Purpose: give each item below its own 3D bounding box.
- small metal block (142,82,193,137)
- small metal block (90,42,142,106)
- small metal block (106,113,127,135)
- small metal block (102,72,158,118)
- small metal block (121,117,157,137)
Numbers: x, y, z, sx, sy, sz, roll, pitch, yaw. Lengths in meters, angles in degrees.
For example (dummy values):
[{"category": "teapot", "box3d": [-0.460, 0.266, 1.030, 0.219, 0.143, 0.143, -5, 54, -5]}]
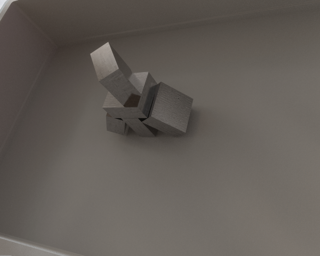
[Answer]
[{"category": "small metal block", "box3d": [0.010, -0.023, 0.393, 0.025, 0.050, 0.050, -28, 42, 56]}, {"category": "small metal block", "box3d": [-0.050, -0.061, 0.354, 0.025, 0.050, 0.050, -31, 51, 9]}, {"category": "small metal block", "box3d": [-0.054, -0.024, 0.427, 0.025, 0.050, 0.050, 16, 66, -2]}, {"category": "small metal block", "box3d": [-0.036, -0.040, 0.382, 0.050, 0.025, 0.050, 1, 62, 28]}, {"category": "small metal block", "box3d": [-0.021, -0.022, 0.412, 0.025, 0.050, 0.050, 1, 62, 29]}]
